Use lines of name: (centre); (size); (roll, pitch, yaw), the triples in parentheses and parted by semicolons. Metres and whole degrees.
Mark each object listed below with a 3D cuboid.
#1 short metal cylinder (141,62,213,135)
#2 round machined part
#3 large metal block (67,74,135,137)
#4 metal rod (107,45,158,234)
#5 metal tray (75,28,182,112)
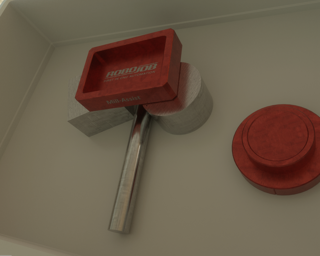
short metal cylinder: (0.023, -0.038, 0.400); (0.080, 0.050, 0.080); (-13, 56, 20)
round machined part: (0.123, 0.016, 0.320); (0.098, 0.042, 0.098); (-13, 56, 20)
large metal block: (-0.088, -0.044, 0.461); (0.080, 0.050, 0.080); (-21, 54, 15)
metal rod: (-0.024, -0.012, 0.423); (0.025, 0.025, 0.299); (-4, 60, 26)
metal tray: (-0.040, -0.074, 0.402); (0.130, 0.030, 0.090); (-6, 59, 24)
